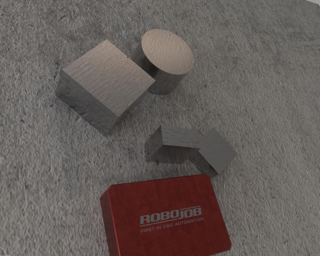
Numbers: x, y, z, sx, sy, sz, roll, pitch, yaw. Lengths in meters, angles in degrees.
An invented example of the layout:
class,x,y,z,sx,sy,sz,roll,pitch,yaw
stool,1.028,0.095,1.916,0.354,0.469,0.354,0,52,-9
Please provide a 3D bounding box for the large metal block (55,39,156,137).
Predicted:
class,x,y,z,sx,sy,sz,roll,pitch,yaw
large metal block,-0.066,-0.050,0.382,0.080,0.050,0.080,40,51,-1

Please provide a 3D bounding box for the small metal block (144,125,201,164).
class,x,y,z,sx,sy,sz,roll,pitch,yaw
small metal block,0.014,0.022,0.382,0.050,0.050,0.025,7,59,-25

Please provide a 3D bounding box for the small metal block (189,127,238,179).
class,x,y,z,sx,sy,sz,roll,pitch,yaw
small metal block,0.069,0.034,0.420,0.050,0.025,0.050,49,51,6

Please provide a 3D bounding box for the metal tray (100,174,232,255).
class,x,y,z,sx,sy,sz,roll,pitch,yaw
metal tray,0.007,0.103,0.341,0.131,0.030,0.090,-2,63,-29

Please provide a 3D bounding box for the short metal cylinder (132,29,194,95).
class,x,y,z,sx,sy,sz,roll,pitch,yaw
short metal cylinder,0.001,-0.095,0.446,0.081,0.050,0.080,14,56,-21
